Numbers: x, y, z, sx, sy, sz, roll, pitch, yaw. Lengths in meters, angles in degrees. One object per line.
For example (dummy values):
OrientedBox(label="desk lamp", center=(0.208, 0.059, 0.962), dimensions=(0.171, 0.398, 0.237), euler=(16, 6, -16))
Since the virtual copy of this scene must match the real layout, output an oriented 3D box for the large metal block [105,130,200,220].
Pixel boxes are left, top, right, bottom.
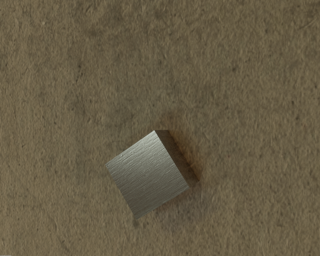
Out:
OrientedBox(label="large metal block", center=(-0.009, 0.058, 0.399), dimensions=(0.080, 0.050, 0.080), euler=(-35, 79, 16))
